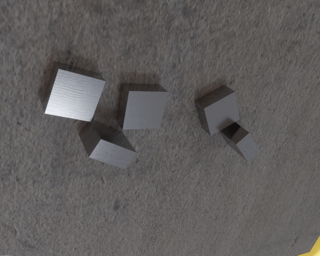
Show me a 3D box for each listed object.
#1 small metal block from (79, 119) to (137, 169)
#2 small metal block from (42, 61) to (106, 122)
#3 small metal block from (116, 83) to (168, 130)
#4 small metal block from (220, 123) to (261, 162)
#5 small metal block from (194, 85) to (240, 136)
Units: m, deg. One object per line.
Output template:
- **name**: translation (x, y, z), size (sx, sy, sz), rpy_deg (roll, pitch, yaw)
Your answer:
- **small metal block**: translation (-0.063, 0.019, 0.369), size (0.050, 0.050, 0.025), rpy_deg (26, 104, -38)
- **small metal block**: translation (-0.093, -0.038, 0.333), size (0.050, 0.025, 0.050), rpy_deg (11, 113, -34)
- **small metal block**: translation (-0.023, -0.027, 0.379), size (0.050, 0.025, 0.050), rpy_deg (-2, 120, -28)
- **small metal block**: translation (0.118, 0.017, 0.468), size (0.025, 0.050, 0.050), rpy_deg (-42, 130, 0)
- **small metal block**: translation (0.082, -0.025, 0.438), size (0.050, 0.025, 0.050), rpy_deg (-29, 129, -11)
